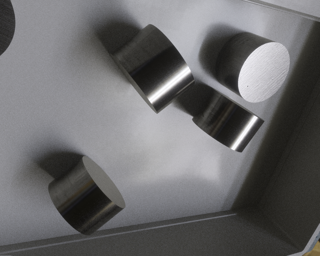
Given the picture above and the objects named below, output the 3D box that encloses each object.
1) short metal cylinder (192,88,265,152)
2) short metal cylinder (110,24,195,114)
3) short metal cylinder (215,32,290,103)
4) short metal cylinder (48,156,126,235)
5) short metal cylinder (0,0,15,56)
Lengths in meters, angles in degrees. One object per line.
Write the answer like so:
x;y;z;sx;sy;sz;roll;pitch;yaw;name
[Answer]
0.091;-0.011;0.415;0.080;0.080;0.050;23;106;-37;short metal cylinder
-0.008;-0.062;0.330;0.050;0.080;0.080;-38;129;-2;short metal cylinder
0.121;-0.080;0.409;0.081;0.050;0.079;-14;124;-21;short metal cylinder
-0.087;0.081;0.375;0.050;0.080;0.080;-39;129;-2;short metal cylinder
-0.161;-0.094;0.246;0.081;0.050;0.079;-14;124;-21;short metal cylinder
